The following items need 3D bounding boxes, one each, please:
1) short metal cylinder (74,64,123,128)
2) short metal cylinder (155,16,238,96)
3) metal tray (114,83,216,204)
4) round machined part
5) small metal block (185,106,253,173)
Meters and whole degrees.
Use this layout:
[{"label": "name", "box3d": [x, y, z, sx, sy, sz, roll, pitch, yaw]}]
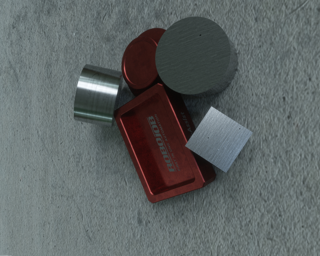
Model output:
[{"label": "short metal cylinder", "box3d": [-0.084, -0.044, 0.431, 0.050, 0.080, 0.079, 12, 101, -5]}, {"label": "short metal cylinder", "box3d": [0.042, -0.075, 0.342, 0.080, 0.050, 0.079, 1, 92, 22]}, {"label": "metal tray", "box3d": [0.003, 0.020, 0.386, 0.090, 0.030, 0.129, -28, 82, 36]}, {"label": "round machined part", "box3d": [-0.012, -0.082, 0.406, 0.098, 0.042, 0.097, 0, 90, 40]}, {"label": "small metal block", "box3d": [0.062, 0.013, 0.332, 0.050, 0.025, 0.050, 33, 88, 6]}]
